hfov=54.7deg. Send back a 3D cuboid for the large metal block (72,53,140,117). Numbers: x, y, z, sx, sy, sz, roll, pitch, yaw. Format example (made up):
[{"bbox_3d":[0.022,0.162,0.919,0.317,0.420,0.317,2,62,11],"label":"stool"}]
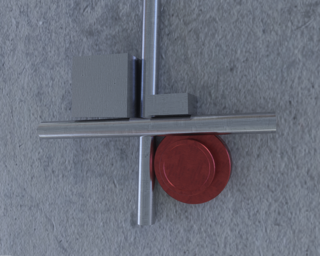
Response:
[{"bbox_3d":[-0.070,-0.054,0.420,0.080,0.050,0.079,1,90,19],"label":"large metal block"}]

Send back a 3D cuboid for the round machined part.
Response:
[{"bbox_3d":[0.038,0.047,0.386,0.098,0.042,0.097,0,90,19],"label":"round machined part"}]

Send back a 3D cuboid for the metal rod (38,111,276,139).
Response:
[{"bbox_3d":[-0.015,-0.001,0.388,0.301,0.025,0.025,-2,90,15],"label":"metal rod"}]

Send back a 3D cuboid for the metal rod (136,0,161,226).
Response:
[{"bbox_3d":[-0.015,-0.022,0.414,0.025,0.025,0.298,2,91,19],"label":"metal rod"}]

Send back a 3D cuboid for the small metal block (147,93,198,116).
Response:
[{"bbox_3d":[0.017,-0.028,0.390,0.050,0.050,0.025,-1,90,19],"label":"small metal block"}]
